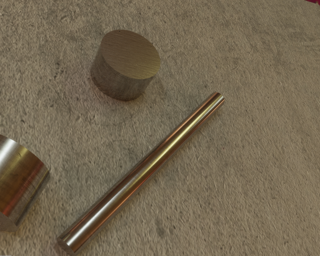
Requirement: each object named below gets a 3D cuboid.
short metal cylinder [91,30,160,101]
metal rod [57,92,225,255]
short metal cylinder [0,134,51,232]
[{"bbox_3d":[-0.046,-0.083,0.414,0.081,0.050,0.080,14,56,-21],"label":"short metal cylinder"},{"bbox_3d":[0.000,0.034,0.383,0.025,0.025,0.302,46,51,3],"label":"metal rod"},{"bbox_3d":[-0.143,0.046,0.263,0.080,0.080,0.050,30,52,-9],"label":"short metal cylinder"}]
